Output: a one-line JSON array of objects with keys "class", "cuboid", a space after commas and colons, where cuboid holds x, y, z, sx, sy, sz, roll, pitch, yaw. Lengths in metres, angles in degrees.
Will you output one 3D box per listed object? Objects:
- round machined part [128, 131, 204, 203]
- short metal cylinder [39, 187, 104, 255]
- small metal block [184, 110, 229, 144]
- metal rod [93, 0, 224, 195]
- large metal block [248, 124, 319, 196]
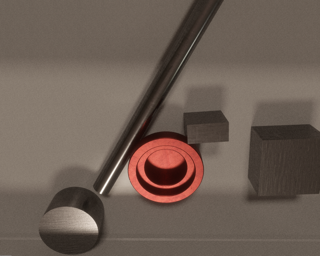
[{"class": "round machined part", "cuboid": [0.008, 0.049, 0.419, 0.099, 0.042, 0.097, 0, 113, 0]}, {"class": "short metal cylinder", "cuboid": [-0.125, 0.132, 0.445, 0.081, 0.050, 0.079, 0, 110, -1]}, {"class": "small metal block", "cuboid": [0.058, -0.002, 0.398, 0.050, 0.050, 0.025, -4, 110, 1]}, {"class": "metal rod", "cuboid": [-0.009, -0.035, 0.398, 0.025, 0.025, 0.298, 28, 107, -10]}, {"class": "large metal block", "cuboid": [0.167, 0.042, 0.416, 0.081, 0.050, 0.079, -2, 110, 0]}]
